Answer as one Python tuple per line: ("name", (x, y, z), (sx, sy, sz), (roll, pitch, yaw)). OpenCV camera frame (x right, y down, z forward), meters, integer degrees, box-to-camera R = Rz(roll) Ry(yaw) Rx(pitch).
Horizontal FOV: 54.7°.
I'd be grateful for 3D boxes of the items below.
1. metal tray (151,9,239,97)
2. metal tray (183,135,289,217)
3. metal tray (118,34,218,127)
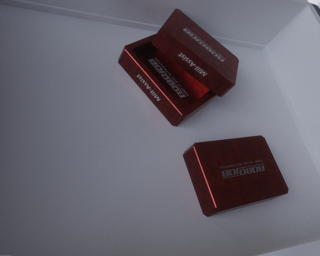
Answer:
("metal tray", (0.057, -0.114, 0.465), (0.130, 0.030, 0.090), (36, 39, -11))
("metal tray", (0.104, 0.061, 0.421), (0.131, 0.030, 0.090), (-4, 64, -30))
("metal tray", (0.013, -0.076, 0.455), (0.091, 0.030, 0.130), (-35, 81, -38))
